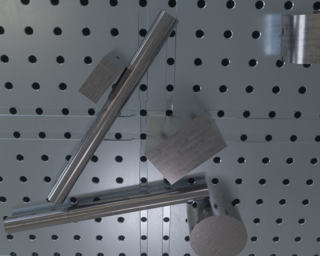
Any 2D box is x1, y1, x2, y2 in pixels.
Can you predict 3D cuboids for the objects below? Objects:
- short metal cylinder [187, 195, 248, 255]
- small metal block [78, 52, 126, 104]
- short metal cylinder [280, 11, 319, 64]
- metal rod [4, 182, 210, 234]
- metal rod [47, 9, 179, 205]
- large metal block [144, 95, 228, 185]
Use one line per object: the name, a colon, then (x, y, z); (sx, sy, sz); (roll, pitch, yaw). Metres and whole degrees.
short metal cylinder: (0.082, 0.146, 0.455); (0.081, 0.050, 0.079); (0, 110, 0)
small metal block: (-0.069, -0.062, 0.377); (0.025, 0.050, 0.050); (38, 106, -13)
short metal cylinder: (0.178, -0.104, 0.348); (0.080, 0.080, 0.050); (-5, 110, 2)
metal rod: (-0.079, 0.118, 0.455); (0.302, 0.025, 0.025); (-11, 110, 3)
metal rod: (-0.070, -0.015, 0.407); (0.025, 0.025, 0.299); (31, 107, -11)
large metal block: (0.029, 0.012, 0.389); (0.080, 0.080, 0.050); (-37, 106, 12)
